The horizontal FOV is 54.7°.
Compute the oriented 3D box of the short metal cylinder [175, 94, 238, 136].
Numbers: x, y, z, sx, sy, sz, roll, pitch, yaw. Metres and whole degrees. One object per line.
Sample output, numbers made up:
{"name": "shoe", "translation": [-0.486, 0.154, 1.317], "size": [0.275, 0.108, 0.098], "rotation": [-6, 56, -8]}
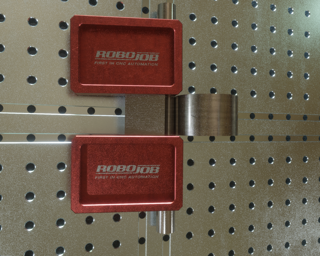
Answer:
{"name": "short metal cylinder", "translation": [0.060, -0.016, 0.402], "size": [0.081, 0.080, 0.050], "rotation": [0, 90, -20]}

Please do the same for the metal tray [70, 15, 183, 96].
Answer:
{"name": "metal tray", "translation": [-0.040, -0.085, 0.377], "size": [0.131, 0.030, 0.089], "rotation": [0, 90, -8]}

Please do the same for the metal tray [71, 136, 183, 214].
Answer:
{"name": "metal tray", "translation": [-0.039, 0.054, 0.377], "size": [0.131, 0.030, 0.089], "rotation": [0, 90, -8]}

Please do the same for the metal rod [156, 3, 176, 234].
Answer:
{"name": "metal rod", "translation": [0.008, -0.013, 0.411], "size": [0.025, 0.025, 0.298], "rotation": [0, 90, -20]}

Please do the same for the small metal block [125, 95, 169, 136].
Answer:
{"name": "small metal block", "translation": [-0.016, -0.016, 0.392], "size": [0.050, 0.025, 0.050], "rotation": [1, 90, 11]}
